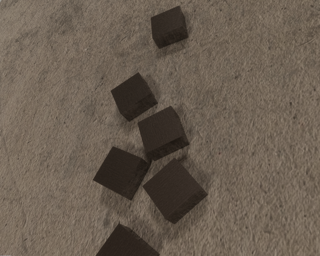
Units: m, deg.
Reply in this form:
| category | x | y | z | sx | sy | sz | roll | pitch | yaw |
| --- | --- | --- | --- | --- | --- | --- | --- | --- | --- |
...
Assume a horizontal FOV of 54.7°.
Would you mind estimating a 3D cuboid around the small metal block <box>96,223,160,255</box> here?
| category | x | y | z | sx | sy | sz | roll | pitch | yaw |
| --- | --- | --- | --- | --- | --- | --- | --- | --- | --- |
| small metal block | -0.038 | 0.141 | 0.336 | 0.050 | 0.025 | 0.050 | 28 | 77 | 37 |

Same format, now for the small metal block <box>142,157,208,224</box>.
| category | x | y | z | sx | sy | sz | roll | pitch | yaw |
| --- | --- | --- | --- | --- | --- | --- | --- | --- | --- |
| small metal block | 0.017 | 0.071 | 0.351 | 0.050 | 0.025 | 0.050 | -42 | 51 | -1 |

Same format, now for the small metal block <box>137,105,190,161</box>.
| category | x | y | z | sx | sy | sz | roll | pitch | yaw |
| --- | --- | --- | --- | --- | --- | --- | --- | --- | --- |
| small metal block | 0.004 | 0.007 | 0.397 | 0.050 | 0.025 | 0.050 | -27 | 53 | 11 |

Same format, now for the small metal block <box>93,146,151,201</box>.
| category | x | y | z | sx | sy | sz | roll | pitch | yaw |
| --- | --- | --- | --- | --- | --- | --- | --- | --- | --- |
| small metal block | -0.048 | 0.057 | 0.393 | 0.050 | 0.025 | 0.050 | 18 | 71 | 34 |

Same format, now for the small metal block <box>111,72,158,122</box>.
| category | x | y | z | sx | sy | sz | roll | pitch | yaw |
| --- | --- | --- | --- | --- | --- | --- | --- | --- | --- |
| small metal block | -0.038 | -0.045 | 0.450 | 0.050 | 0.025 | 0.050 | -33 | 52 | 6 |

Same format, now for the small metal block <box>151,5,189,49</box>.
| category | x | y | z | sx | sy | sz | roll | pitch | yaw |
| --- | --- | --- | --- | --- | --- | --- | --- | --- | --- |
| small metal block | 0.015 | -0.160 | 0.493 | 0.050 | 0.025 | 0.050 | -17 | 55 | 18 |
